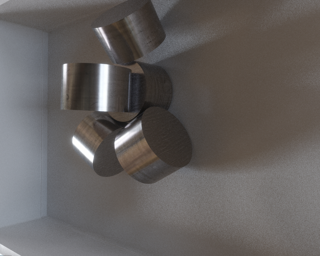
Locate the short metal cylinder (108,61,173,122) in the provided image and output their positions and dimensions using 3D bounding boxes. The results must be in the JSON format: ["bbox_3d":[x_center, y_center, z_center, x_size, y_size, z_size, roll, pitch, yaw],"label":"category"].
[{"bbox_3d":[-0.030,-0.048,0.412,0.080,0.050,0.080,0,90,40],"label":"short metal cylinder"}]

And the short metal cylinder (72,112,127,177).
[{"bbox_3d":[-0.072,0.020,0.428,0.050,0.081,0.079,36,112,34],"label":"short metal cylinder"}]

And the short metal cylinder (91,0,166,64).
[{"bbox_3d":[-0.039,-0.125,0.393,0.080,0.080,0.050,5,136,40],"label":"short metal cylinder"}]

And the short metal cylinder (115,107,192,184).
[{"bbox_3d":[-0.007,0.021,0.375,0.050,0.081,0.080,-36,68,35],"label":"short metal cylinder"}]

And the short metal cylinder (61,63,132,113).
[{"bbox_3d":[-0.074,-0.045,0.364,0.080,0.081,0.050,4,93,40],"label":"short metal cylinder"}]
